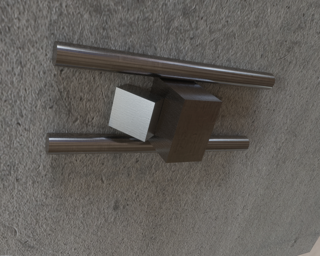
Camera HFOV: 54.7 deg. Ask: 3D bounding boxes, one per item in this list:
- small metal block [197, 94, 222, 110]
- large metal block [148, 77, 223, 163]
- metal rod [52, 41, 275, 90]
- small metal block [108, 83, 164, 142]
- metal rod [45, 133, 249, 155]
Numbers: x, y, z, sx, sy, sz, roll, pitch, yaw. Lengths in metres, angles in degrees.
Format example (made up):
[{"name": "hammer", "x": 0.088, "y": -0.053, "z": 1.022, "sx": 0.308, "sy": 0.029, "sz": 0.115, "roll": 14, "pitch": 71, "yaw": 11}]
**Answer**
[{"name": "small metal block", "x": 0.062, "y": -0.016, "z": 0.416, "sx": 0.025, "sy": 0.050, "sz": 0.050, "roll": 19, "pitch": 114, "yaw": 9}, {"name": "large metal block", "x": 0.021, "y": -0.014, "z": 0.380, "sx": 0.050, "sy": 0.080, "sz": 0.079, "roll": 1, "pitch": 118, "yaw": -29}, {"name": "metal rod", "x": 0.027, "y": -0.071, "z": 0.381, "sx": 0.303, "sy": 0.025, "sz": 0.025, "roll": 1, "pitch": 118, "yaw": -29}, {"name": "small metal block", "x": -0.028, "y": -0.019, "z": 0.365, "sx": 0.025, "sy": 0.050, "sz": 0.050, "roll": -36, "pitch": 146, "yaw": -60}, {"name": "metal rod", "x": 0.004, "y": 0.021, "z": 0.425, "sx": 0.303, "sy": 0.025, "sz": 0.025, "roll": 2, "pitch": 118, "yaw": -30}]
